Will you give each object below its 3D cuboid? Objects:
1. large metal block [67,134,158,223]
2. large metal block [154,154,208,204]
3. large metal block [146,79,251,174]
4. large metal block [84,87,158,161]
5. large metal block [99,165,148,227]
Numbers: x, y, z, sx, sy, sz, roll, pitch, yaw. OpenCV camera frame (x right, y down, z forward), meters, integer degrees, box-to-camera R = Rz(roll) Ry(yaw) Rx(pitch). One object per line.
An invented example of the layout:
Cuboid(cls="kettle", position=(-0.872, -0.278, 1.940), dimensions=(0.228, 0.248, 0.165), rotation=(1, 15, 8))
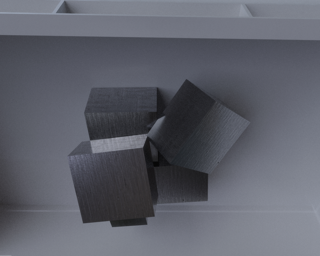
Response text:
Cuboid(cls="large metal block", position=(-0.049, 0.056, 0.352), dimensions=(0.080, 0.050, 0.079), rotation=(-7, 105, 6))
Cuboid(cls="large metal block", position=(0.025, 0.062, 0.441), dimensions=(0.080, 0.050, 0.080), rotation=(-4, 130, 3))
Cuboid(cls="large metal block", position=(0.045, 0.002, 0.359), dimensions=(0.080, 0.050, 0.080), rotation=(22, 108, -47))
Cuboid(cls="large metal block", position=(-0.043, -0.003, 0.388), dimensions=(0.081, 0.050, 0.079), rotation=(-1, 130, 0))
Cuboid(cls="large metal block", position=(-0.047, 0.082, 0.440), dimensions=(0.050, 0.080, 0.080), rotation=(-5, 130, 4))
